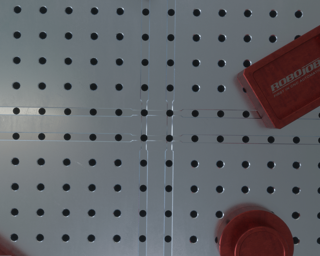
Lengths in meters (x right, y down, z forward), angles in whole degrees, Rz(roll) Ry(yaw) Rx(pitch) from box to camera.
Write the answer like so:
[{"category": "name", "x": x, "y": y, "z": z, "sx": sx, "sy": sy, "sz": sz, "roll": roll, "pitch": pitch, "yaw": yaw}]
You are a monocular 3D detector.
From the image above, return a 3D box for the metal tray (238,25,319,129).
[{"category": "metal tray", "x": 0.183, "y": -0.067, "z": 0.411, "sx": 0.130, "sy": 0.030, "sz": 0.090, "roll": -31, "pitch": 90, "yaw": 0}]

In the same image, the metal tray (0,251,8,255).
[{"category": "metal tray", "x": -0.242, "y": 0.206, "z": 0.409, "sx": 0.130, "sy": 0.030, "sz": 0.090, "roll": 38, "pitch": 90, "yaw": 0}]

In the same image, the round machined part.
[{"category": "round machined part", "x": 0.127, "y": 0.156, "z": 0.406, "sx": 0.099, "sy": 0.042, "sz": 0.097, "roll": 0, "pitch": 90, "yaw": 0}]
